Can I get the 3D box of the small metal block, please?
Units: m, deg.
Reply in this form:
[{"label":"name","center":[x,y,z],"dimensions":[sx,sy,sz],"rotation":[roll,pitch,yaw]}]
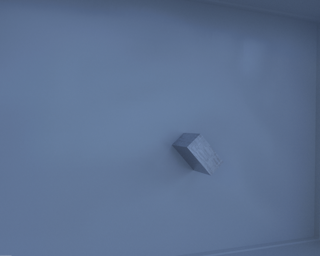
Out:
[{"label":"small metal block","center":[0.049,0.034,0.415],"dimensions":[0.025,0.050,0.050],"rotation":[-44,104,-14]}]
